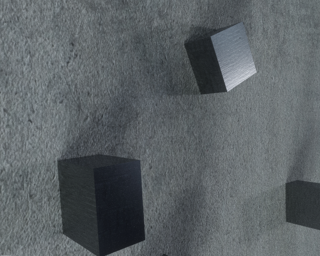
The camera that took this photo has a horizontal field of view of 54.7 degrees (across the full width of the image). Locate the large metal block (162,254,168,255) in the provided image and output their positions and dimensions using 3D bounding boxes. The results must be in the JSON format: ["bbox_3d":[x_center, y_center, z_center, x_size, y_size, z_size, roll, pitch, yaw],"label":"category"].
[{"bbox_3d":[0.005,0.225,0.393,0.081,0.050,0.080,-28,108,-36],"label":"large metal block"}]

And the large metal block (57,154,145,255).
[{"bbox_3d":[-0.062,0.072,0.317,0.050,0.080,0.079,-6,94,-40],"label":"large metal block"}]

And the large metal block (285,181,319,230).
[{"bbox_3d":[0.304,0.153,0.624,0.050,0.080,0.079,-2,91,-40],"label":"large metal block"}]

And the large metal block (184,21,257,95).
[{"bbox_3d":[0.093,-0.104,0.465,0.081,0.050,0.080,-33,111,-35],"label":"large metal block"}]
